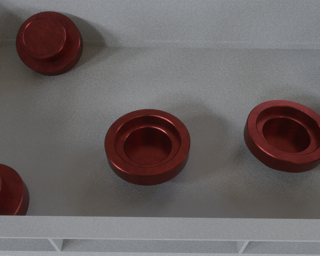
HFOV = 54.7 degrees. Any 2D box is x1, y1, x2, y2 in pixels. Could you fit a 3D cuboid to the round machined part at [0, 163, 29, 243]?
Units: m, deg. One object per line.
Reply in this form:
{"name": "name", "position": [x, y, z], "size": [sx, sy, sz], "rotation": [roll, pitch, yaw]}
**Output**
{"name": "round machined part", "position": [-0.196, 0.077, 0.328], "size": [0.099, 0.042, 0.098], "rotation": [0, 50, 0]}

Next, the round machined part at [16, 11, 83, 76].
{"name": "round machined part", "position": [-0.172, -0.133, 0.474], "size": [0.099, 0.042, 0.097], "rotation": [0, 85, 0]}

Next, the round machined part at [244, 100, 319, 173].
{"name": "round machined part", "position": [0.153, 0.014, 0.383], "size": [0.099, 0.042, 0.098], "rotation": [0, 50, 0]}

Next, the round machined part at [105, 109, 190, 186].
{"name": "round machined part", "position": [-0.014, 0.026, 0.372], "size": [0.099, 0.042, 0.098], "rotation": [0, 50, 0]}
